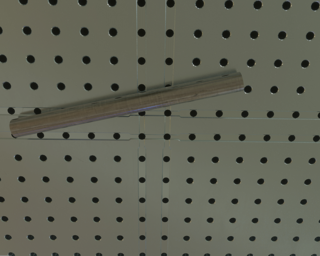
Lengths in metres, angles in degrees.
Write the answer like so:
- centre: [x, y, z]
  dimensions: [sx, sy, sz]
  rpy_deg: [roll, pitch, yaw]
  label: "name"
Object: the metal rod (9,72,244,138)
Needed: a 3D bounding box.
- centre: [-0.045, -0.029, 0.401]
  dimensions: [0.302, 0.025, 0.025]
  rpy_deg: [-11, 110, 3]
  label: "metal rod"
